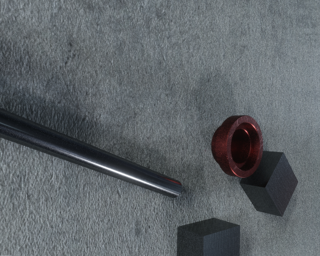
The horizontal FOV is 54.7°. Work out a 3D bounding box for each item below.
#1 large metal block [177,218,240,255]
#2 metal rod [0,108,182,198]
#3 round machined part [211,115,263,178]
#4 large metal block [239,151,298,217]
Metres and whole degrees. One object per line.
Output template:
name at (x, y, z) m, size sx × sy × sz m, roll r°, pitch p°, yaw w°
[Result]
large metal block at (0.071, 0.183, 0.451) m, size 0.081 × 0.050 × 0.079 m, roll 2°, pitch 89°, yaw -40°
metal rod at (-0.086, 0.027, 0.333) m, size 0.301 × 0.025 × 0.025 m, roll 28°, pitch 73°, yaw -37°
round machined part at (0.120, 0.028, 0.497) m, size 0.099 × 0.042 × 0.097 m, roll 0°, pitch 90°, yaw -40°
large metal block at (0.198, 0.098, 0.558) m, size 0.080 × 0.050 × 0.080 m, roll -51°, pitch 120°, yaw -28°
